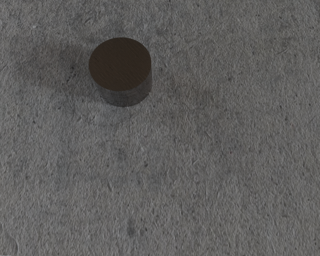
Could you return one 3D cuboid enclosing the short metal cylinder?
[{"bbox_3d":[-0.051,-0.075,0.422,0.080,0.050,0.080,0,70,0],"label":"short metal cylinder"}]
